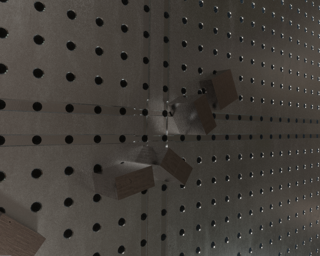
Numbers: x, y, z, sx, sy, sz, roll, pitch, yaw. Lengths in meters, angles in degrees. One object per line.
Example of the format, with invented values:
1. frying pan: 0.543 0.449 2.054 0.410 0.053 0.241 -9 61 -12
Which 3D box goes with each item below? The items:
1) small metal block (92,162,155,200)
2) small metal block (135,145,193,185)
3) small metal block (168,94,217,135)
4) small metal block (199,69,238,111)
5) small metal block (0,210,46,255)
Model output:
1. small metal block: -0.043 0.059 0.359 0.050 0.050 0.025 -13 99 -40
2. small metal block: 0.005 0.048 0.399 0.050 0.050 0.025 42 64 -32
3. small metal block: 0.045 -0.018 0.433 0.025 0.050 0.050 -37 113 -34
4. small metal block: 0.094 -0.060 0.490 0.050 0.025 0.050 -31 110 -36
5. small metal block: -0.146 0.111 0.288 0.050 0.025 0.050 47 62 -30
